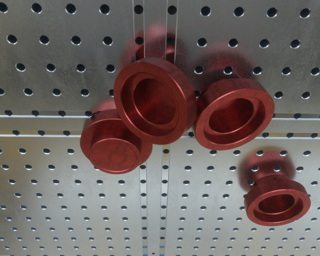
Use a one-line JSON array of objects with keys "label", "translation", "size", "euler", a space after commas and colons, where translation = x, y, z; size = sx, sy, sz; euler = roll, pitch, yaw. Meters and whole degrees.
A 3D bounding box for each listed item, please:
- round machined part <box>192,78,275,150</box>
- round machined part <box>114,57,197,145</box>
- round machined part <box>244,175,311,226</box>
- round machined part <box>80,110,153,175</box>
[{"label": "round machined part", "translation": [0.082, -0.021, 0.375], "size": [0.099, 0.042, 0.097], "euler": [-10, 136, -10]}, {"label": "round machined part", "translation": [-0.002, -0.033, 0.353], "size": [0.098, 0.042, 0.097], "euler": [18, 125, 27]}, {"label": "round machined part", "translation": [0.185, 0.114, 0.500], "size": [0.099, 0.042, 0.097], "euler": [-1, 130, 0]}, {"label": "round machined part", "translation": [-0.059, 0.026, 0.422], "size": [0.099, 0.042, 0.097], "euler": [-1, 130, 0]}]
